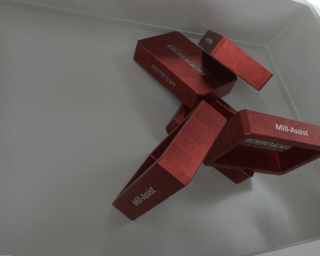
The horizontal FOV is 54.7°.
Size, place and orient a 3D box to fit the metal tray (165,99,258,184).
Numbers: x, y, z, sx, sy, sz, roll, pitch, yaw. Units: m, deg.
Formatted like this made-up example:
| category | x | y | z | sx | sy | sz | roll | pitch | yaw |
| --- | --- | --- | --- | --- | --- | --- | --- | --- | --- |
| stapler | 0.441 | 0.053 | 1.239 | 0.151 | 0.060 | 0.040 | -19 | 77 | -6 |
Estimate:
| category | x | y | z | sx | sy | sz | roll | pitch | yaw |
| --- | --- | --- | --- | --- | --- | --- | --- | --- | --- |
| metal tray | 0.083 | 0.006 | 0.442 | 0.130 | 0.030 | 0.090 | 37 | 51 | -4 |

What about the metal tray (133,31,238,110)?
| category | x | y | z | sx | sy | sz | roll | pitch | yaw |
| --- | --- | --- | --- | --- | --- | --- | --- | --- | --- |
| metal tray | 0.036 | -0.088 | 0.453 | 0.091 | 0.030 | 0.130 | -28 | 62 | -39 |

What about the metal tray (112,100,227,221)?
| category | x | y | z | sx | sy | sz | roll | pitch | yaw |
| --- | --- | --- | --- | --- | --- | --- | --- | --- | --- |
| metal tray | 0.006 | 0.037 | 0.319 | 0.030 | 0.129 | 0.090 | 40 | 51 | -2 |

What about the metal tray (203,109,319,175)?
| category | x | y | z | sx | sy | sz | roll | pitch | yaw |
| --- | --- | --- | --- | --- | --- | --- | --- | --- | --- |
| metal tray | 0.128 | 0.023 | 0.379 | 0.131 | 0.090 | 0.030 | 10 | 58 | -23 |

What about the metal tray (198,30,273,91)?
| category | x | y | z | sx | sy | sz | roll | pitch | yaw |
| --- | --- | --- | --- | --- | --- | --- | --- | --- | --- |
| metal tray | 0.111 | -0.109 | 0.480 | 0.090 | 0.030 | 0.130 | 33 | 17 | -13 |
